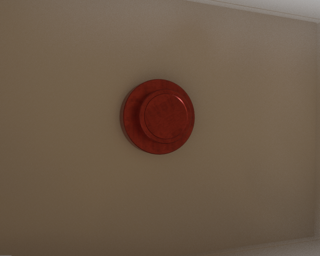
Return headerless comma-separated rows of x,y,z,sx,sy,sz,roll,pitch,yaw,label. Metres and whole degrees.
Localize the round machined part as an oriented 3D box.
0.001,-0.014,0.398,0.099,0.042,0.097,0,90,-20,round machined part
